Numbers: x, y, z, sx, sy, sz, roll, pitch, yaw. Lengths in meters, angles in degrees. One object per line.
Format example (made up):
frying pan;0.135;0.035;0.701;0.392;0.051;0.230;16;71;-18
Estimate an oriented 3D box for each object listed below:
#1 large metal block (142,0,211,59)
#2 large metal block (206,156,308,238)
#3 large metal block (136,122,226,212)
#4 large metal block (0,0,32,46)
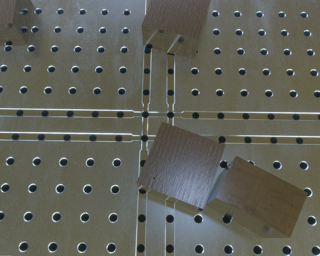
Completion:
large metal block;0.025;-0.157;0.456;0.080;0.050;0.080;15;71;5
large metal block;0.104;0.082;0.353;0.080;0.080;0.050;28;73;10
large metal block;0.026;0.049;0.381;0.080;0.050;0.080;20;71;7
large metal block;-0.243;-0.170;0.459;0.080;0.050;0.080;-3;70;-1
